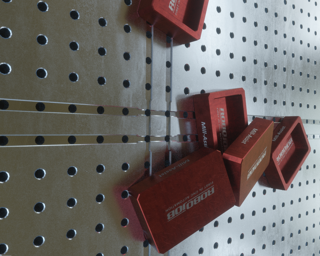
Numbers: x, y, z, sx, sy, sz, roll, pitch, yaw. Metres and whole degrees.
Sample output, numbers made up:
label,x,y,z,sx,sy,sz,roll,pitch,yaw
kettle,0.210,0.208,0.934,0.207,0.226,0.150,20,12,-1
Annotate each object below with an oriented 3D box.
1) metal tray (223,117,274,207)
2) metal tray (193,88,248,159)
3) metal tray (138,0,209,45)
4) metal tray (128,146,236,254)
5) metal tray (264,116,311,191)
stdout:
label,x,y,z,sx,sy,sz,roll,pitch,yaw
metal tray,0.140,0.050,0.492,0.131,0.030,0.089,-37,133,-42
metal tray,0.101,0.006,0.489,0.091,0.030,0.129,-13,99,-39
metal tray,0.028,-0.194,0.427,0.090,0.030,0.130,22,76,-38
metal tray,0.033,0.092,0.414,0.131,0.030,0.090,-26,107,-23
metal tray,0.248,0.047,0.611,0.131,0.030,0.090,-43,116,-31
